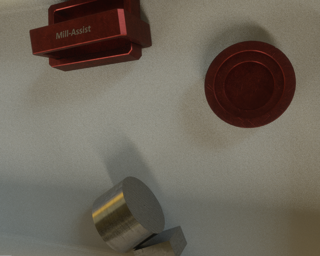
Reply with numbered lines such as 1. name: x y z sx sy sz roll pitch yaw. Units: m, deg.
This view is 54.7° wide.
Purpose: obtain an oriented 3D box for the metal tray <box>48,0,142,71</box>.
1. metal tray: -0.092 -0.133 0.426 0.130 0.030 0.089 -4 85 21

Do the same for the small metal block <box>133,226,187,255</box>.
1. small metal block: 0.002 0.152 0.395 0.050 0.050 0.025 -23 85 18

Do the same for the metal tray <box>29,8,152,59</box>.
1. metal tray: -0.087 -0.116 0.404 0.130 0.090 0.030 -6 94 19

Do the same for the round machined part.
1. round machined part: 0.105 -0.049 0.364 0.098 0.042 0.097 0 90 19

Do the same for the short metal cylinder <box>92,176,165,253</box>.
1. short metal cylinder: -0.039 0.109 0.394 0.050 0.080 0.080 -37 79 16
